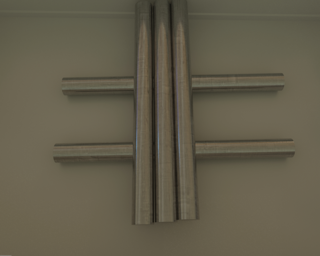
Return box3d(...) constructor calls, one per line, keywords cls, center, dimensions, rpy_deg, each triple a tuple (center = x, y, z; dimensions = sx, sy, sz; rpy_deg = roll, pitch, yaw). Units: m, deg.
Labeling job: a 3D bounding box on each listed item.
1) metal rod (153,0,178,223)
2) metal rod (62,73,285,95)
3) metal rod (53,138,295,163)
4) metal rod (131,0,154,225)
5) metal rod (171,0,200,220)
box3d(cls="metal rod", center=(0.005, -0.036, 0.394), dimensions=(0.025, 0.025, 0.299), rpy_deg=(-1, 70, 0))
box3d(cls="metal rod", center=(0.019, -0.061, 0.431), dimensions=(0.302, 0.025, 0.025), rpy_deg=(-1, 70, -1))
box3d(cls="metal rod", center=(0.018, 0.029, 0.398), dimensions=(0.302, 0.025, 0.025), rpy_deg=(-1, 70, -1))
box3d(cls="metal rod", center=(-0.021, -0.034, 0.393), dimensions=(0.025, 0.025, 0.299), rpy_deg=(-1, 70, 0))
box3d(cls="metal rod", center=(0.029, -0.038, 0.395), dimensions=(0.025, 0.025, 0.299), rpy_deg=(-1, 70, 0))
